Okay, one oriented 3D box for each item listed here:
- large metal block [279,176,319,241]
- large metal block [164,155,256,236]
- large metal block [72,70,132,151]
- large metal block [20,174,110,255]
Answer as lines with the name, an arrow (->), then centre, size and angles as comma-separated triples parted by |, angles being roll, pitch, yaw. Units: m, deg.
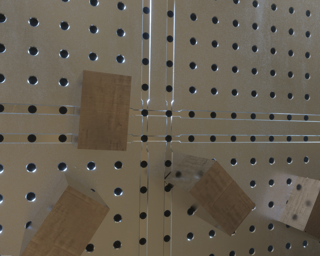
large metal block -> 0.251, 0.133, 0.491 | 0.080, 0.050, 0.080 | 29, 80, -18
large metal block -> 0.062, 0.084, 0.406 | 0.050, 0.080, 0.080 | -46, 104, -14
large metal block -> -0.070, -0.017, 0.357 | 0.050, 0.080, 0.080 | 4, 89, -20
large metal block -> -0.106, 0.103, 0.344 | 0.050, 0.080, 0.080 | 36, 79, -17
